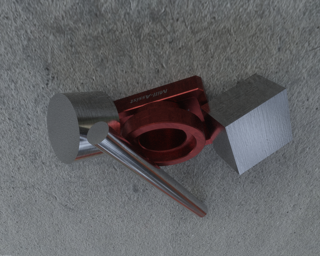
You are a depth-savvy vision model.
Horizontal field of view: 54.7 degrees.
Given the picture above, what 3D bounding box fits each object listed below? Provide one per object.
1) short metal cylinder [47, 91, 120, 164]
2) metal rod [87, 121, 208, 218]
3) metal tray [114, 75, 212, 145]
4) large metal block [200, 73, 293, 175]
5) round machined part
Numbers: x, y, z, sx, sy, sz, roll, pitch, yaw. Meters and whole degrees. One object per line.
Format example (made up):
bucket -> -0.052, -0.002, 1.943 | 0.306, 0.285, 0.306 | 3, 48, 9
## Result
short metal cylinder -> -0.090, -0.002, 0.361 | 0.050, 0.080, 0.079 | -10, 142, -42
metal rod -> 0.005, 0.073, 0.413 | 0.025, 0.025, 0.300 | -21, 144, 17
metal tray -> 0.002, -0.006, 0.400 | 0.130, 0.030, 0.090 | -16, 129, 12
large metal block -> 0.104, -0.005, 0.368 | 0.080, 0.050, 0.080 | -32, 128, -8
round machined part -> 0.002, 0.005, 0.370 | 0.099, 0.042, 0.098 | -4, 146, -3
